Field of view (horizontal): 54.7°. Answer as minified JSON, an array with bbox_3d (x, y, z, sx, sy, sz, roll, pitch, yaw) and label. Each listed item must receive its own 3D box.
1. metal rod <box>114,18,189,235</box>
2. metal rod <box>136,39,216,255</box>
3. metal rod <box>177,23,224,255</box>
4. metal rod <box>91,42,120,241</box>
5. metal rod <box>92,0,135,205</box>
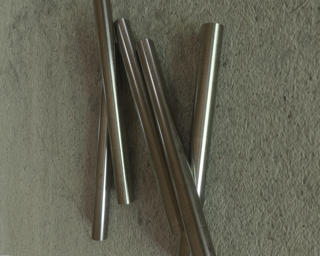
[{"bbox_3d":[-0.016,-0.017,0.400,0.025,0.025,0.299,-32,65,35],"label":"metal rod"},{"bbox_3d":[0.015,0.020,0.365,0.025,0.025,0.299,-32,62,35],"label":"metal rod"},{"bbox_3d":[0.046,0.031,0.367,0.025,0.025,0.298,10,96,39],"label":"metal rod"},{"bbox_3d":[-0.083,0.022,0.473,0.025,0.025,0.298,7,95,40],"label":"metal rod"},{"bbox_3d":[-0.066,-0.042,0.441,0.025,0.025,0.298,-5,92,40],"label":"metal rod"}]
